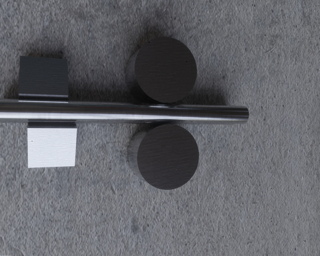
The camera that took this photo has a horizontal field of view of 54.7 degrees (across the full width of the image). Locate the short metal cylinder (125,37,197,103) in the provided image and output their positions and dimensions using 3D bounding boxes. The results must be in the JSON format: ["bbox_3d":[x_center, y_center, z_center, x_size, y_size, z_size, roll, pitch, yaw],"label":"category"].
[{"bbox_3d":[0.000,-0.070,0.397,0.081,0.050,0.079,0,90,-20],"label":"short metal cylinder"}]

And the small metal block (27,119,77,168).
[{"bbox_3d":[-0.123,0.017,0.354,0.050,0.025,0.050,0,117,-21],"label":"small metal block"}]

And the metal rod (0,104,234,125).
[{"bbox_3d":[-0.037,-0.018,0.397,0.303,0.025,0.025,0,90,-20],"label":"metal rod"}]

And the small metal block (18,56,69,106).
[{"bbox_3d":[-0.131,-0.052,0.352,0.050,0.025,0.050,0,63,-20],"label":"small metal block"}]

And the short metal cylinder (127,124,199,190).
[{"bbox_3d":[0.003,0.035,0.398,0.081,0.050,0.079,0,90,-20],"label":"short metal cylinder"}]

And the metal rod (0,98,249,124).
[{"bbox_3d":[-0.027,-0.018,0.374,0.303,0.025,0.025,0,90,-20],"label":"metal rod"}]
